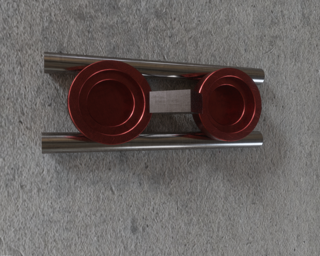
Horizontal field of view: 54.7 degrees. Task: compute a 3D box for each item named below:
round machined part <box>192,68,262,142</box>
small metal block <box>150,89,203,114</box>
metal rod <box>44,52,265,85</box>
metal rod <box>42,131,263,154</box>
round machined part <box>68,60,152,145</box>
[{"bbox_3d":[0.087,-0.031,0.428,0.099,0.042,0.097,0,90,-20],"label":"round machined part"},{"bbox_3d":[0.021,-0.030,0.377,0.050,0.050,0.025,0,90,23],"label":"small metal block"},{"bbox_3d":[0.007,-0.076,0.412,0.302,0.025,0.025,0,90,-20],"label":"metal rod"},{"bbox_3d":[0.005,0.017,0.412,0.302,0.025,0.025,0,90,-20],"label":"metal rod"},{"bbox_3d":[-0.061,-0.029,0.374,0.099,0.042,0.097,0,90,-20],"label":"round machined part"}]
